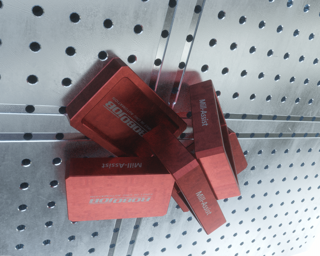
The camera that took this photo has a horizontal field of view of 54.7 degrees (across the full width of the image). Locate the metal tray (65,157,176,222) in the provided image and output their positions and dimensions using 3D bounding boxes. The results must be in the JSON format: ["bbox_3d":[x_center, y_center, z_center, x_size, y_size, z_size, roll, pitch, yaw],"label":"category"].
[{"bbox_3d":[-0.051,0.079,0.399,0.131,0.030,0.089,0,130,-12],"label":"metal tray"}]

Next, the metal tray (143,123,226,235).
[{"bbox_3d":[0.032,0.065,0.388,0.030,0.090,0.130,-34,129,-7],"label":"metal tray"}]

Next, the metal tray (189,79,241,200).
[{"bbox_3d":[0.068,0.012,0.390,0.030,0.130,0.090,-16,131,15],"label":"metal tray"}]

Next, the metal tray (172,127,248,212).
[{"bbox_3d":[0.068,0.064,0.486,0.130,0.030,0.090,-36,129,-5],"label":"metal tray"}]

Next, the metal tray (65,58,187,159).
[{"bbox_3d":[-0.037,-0.011,0.382,0.090,0.030,0.130,-46,130,3],"label":"metal tray"}]
